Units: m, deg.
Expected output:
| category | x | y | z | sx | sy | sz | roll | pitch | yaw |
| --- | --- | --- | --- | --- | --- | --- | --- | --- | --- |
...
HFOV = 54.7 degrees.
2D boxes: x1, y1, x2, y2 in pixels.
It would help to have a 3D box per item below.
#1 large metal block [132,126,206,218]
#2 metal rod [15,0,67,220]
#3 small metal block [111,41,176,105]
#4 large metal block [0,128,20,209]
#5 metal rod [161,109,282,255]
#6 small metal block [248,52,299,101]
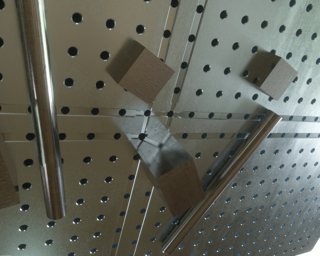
| category | x | y | z | sx | sy | sz | roll | pitch | yaw |
| --- | --- | --- | --- | --- | --- | --- | --- | --- | --- |
| large metal block | 0.012 | 0.057 | 0.417 | 0.050 | 0.080 | 0.080 | -29 | 128 | -10 |
| metal rod | -0.124 | -0.018 | 0.332 | 0.025 | 0.025 | 0.298 | -10 | 123 | -24 |
| small metal block | -0.019 | -0.063 | 0.362 | 0.050 | 0.025 | 0.050 | 32 | 101 | -38 |
| large metal block | -0.197 | 0.045 | 0.315 | 0.081 | 0.050 | 0.079 | -15 | 125 | -20 |
| metal rod | 0.099 | 0.096 | 0.524 | 0.025 | 0.025 | 0.299 | 28 | 103 | -38 |
| small metal block | 0.167 | -0.075 | 0.456 | 0.050 | 0.025 | 0.050 | 25 | 105 | -37 |
